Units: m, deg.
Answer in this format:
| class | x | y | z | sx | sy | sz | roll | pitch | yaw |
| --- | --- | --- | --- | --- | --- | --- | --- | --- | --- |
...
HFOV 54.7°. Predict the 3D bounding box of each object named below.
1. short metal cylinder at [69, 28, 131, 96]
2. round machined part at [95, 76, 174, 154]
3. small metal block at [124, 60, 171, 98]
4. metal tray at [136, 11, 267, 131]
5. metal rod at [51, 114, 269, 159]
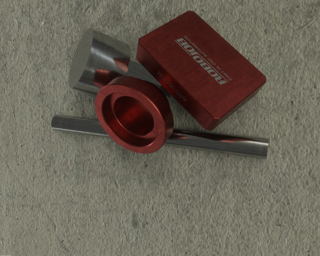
| class | x | y | z | sx | sy | sz | roll | pitch | yaw |
| --- | --- | --- | --- | --- | --- | --- | --- | --- | --- |
| short metal cylinder | -0.080 | -0.082 | 0.404 | 0.080 | 0.050 | 0.080 | -33 | 48 | 48 |
| round machined part | -0.027 | -0.020 | 0.378 | 0.098 | 0.042 | 0.097 | 18 | 133 | 21 |
| small metal block | -0.011 | -0.062 | 0.399 | 0.050 | 0.050 | 0.025 | 25 | 99 | 18 |
| metal tray | 0.046 | -0.071 | 0.364 | 0.090 | 0.030 | 0.130 | -37 | 75 | -24 |
| metal rod | -0.014 | 0.008 | 0.415 | 0.301 | 0.025 | 0.025 | 7 | 92 | 19 |
